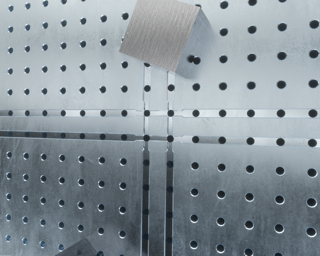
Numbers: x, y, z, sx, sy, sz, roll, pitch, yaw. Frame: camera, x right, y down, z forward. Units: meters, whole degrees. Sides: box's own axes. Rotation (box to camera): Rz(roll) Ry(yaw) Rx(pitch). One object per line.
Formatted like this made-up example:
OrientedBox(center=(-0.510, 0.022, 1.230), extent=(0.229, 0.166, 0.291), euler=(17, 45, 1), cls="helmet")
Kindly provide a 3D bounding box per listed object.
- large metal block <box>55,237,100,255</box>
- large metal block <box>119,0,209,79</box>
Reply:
OrientedBox(center=(-0.135, 0.211, 0.432), extent=(0.050, 0.080, 0.080), euler=(47, 104, 14), cls="large metal block")
OrientedBox(center=(0.006, -0.118, 0.398), extent=(0.080, 0.050, 0.080), euler=(24, 98, 18), cls="large metal block")
